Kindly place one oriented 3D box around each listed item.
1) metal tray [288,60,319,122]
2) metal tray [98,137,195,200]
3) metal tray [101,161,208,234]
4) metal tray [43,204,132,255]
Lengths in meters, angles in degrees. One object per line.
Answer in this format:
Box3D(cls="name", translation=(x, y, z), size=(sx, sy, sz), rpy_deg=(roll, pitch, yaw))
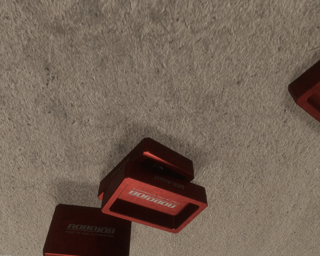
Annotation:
Box3D(cls="metal tray", translation=(0.234, -0.037, 0.375), size=(0.131, 0.030, 0.090), rpy_deg=(30, 124, -24))
Box3D(cls="metal tray", translation=(-0.023, 0.080, 0.471), size=(0.090, 0.030, 0.129), rpy_deg=(30, 124, -24))
Box3D(cls="metal tray", translation=(-0.008, 0.105, 0.453), size=(0.131, 0.030, 0.089), rpy_deg=(22, 126, -19))
Box3D(cls="metal tray", translation=(-0.115, 0.178, 0.514), size=(0.131, 0.090, 0.030), rpy_deg=(8, 130, -8))
